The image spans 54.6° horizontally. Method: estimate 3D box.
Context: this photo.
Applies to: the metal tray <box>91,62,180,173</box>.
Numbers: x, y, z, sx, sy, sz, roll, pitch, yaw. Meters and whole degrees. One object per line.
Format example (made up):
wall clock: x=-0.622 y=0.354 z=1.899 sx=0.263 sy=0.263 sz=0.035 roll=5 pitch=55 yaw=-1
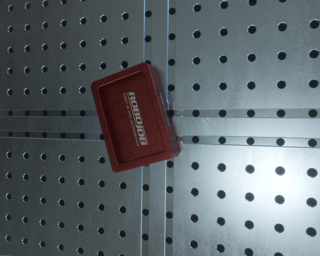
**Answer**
metal tray: x=-0.035 y=-0.013 z=0.422 sx=0.090 sy=0.030 sz=0.129 roll=-17 pitch=84 yaw=19
